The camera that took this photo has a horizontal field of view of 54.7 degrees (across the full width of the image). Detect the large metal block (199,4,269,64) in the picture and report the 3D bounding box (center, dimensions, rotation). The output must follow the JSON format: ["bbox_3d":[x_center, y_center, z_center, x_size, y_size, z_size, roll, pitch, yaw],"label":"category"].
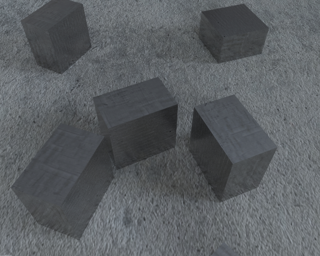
[{"bbox_3d":[0.121,-0.160,0.522,0.081,0.050,0.080,-15,52,-13],"label":"large metal block"}]

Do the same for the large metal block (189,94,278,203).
[{"bbox_3d":[0.076,0.023,0.348,0.050,0.080,0.080,-18,52,-14],"label":"large metal block"}]

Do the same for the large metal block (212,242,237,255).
[{"bbox_3d":[0.059,0.150,0.242,0.050,0.080,0.080,-36,59,-26],"label":"large metal block"}]

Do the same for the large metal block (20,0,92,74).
[{"bbox_3d":[-0.159,-0.146,0.489,0.050,0.080,0.080,22,53,17],"label":"large metal block"}]

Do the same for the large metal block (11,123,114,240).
[{"bbox_3d":[-0.093,0.056,0.320,0.050,0.080,0.080,16,52,13],"label":"large metal block"}]

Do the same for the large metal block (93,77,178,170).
[{"bbox_3d":[-0.027,-0.005,0.371,0.081,0.080,0.050,-20,53,-16],"label":"large metal block"}]
